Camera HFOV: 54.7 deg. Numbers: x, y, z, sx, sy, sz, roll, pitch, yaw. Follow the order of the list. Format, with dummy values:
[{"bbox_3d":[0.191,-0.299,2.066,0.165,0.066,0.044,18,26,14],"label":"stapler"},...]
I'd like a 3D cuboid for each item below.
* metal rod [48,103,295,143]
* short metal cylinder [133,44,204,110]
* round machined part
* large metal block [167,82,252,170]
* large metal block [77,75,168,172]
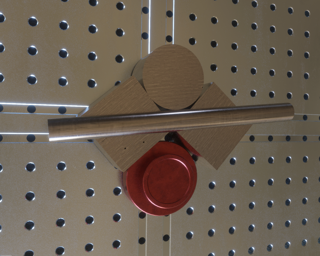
[{"bbox_3d":[0.029,-0.009,0.364,0.303,0.025,0.025,-5,92,-20],"label":"metal rod"},{"bbox_3d":[0.009,-0.062,0.399,0.081,0.050,0.079,0,90,-20],"label":"short metal cylinder"},{"bbox_3d":[0.005,0.065,0.401,0.099,0.042,0.097,0,90,-20],"label":"round machined part"},{"bbox_3d":[0.062,-0.003,0.416,0.080,0.050,0.080,44,77,-15],"label":"large metal block"},{"bbox_3d":[-0.045,-0.006,0.379,0.080,0.050,0.080,-41,105,-16],"label":"large metal block"}]
